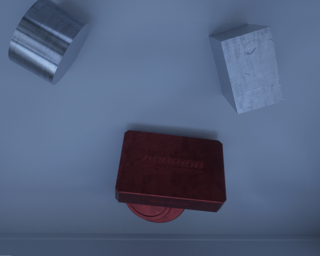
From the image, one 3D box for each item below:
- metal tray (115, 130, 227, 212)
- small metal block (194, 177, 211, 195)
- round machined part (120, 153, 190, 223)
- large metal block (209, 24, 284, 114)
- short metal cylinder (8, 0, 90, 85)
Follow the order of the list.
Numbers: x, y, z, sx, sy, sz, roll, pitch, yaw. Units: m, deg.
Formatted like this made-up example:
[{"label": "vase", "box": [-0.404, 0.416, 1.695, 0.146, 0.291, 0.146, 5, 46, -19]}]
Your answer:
[{"label": "metal tray", "box": [0.014, 0.053, 0.395, 0.131, 0.090, 0.030, 7, 142, -3]}, {"label": "small metal block", "box": [0.051, 0.078, 0.441, 0.050, 0.025, 0.050, 34, 106, -12]}, {"label": "round machined part", "box": [-0.010, 0.084, 0.416, 0.098, 0.042, 0.097, 4, 104, 19]}, {"label": "large metal block", "box": [0.096, -0.071, 0.357, 0.050, 0.080, 0.080, -16, 110, 5]}, {"label": "short metal cylinder", "box": [-0.121, -0.095, 0.345, 0.050, 0.080, 0.080, 31, 107, -11]}]
